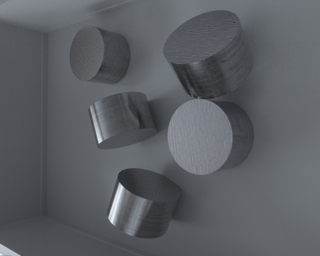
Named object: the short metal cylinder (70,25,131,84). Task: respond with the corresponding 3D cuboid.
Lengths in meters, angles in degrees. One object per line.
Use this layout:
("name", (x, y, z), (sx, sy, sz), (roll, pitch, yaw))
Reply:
("short metal cylinder", (-0.091, -0.108, 0.466), (0.080, 0.050, 0.080), (0, 90, 40))

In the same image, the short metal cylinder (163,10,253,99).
("short metal cylinder", (0.051, -0.077, 0.324), (0.080, 0.050, 0.080), (-18, 45, 19))

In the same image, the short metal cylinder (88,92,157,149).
("short metal cylinder", (-0.050, -0.008, 0.412), (0.080, 0.081, 0.050), (-27, 73, 37))

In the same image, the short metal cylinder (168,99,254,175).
("short metal cylinder", (0.056, 0.009, 0.344), (0.080, 0.050, 0.079), (1, 91, 40))

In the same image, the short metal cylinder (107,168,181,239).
("short metal cylinder", (-0.020, 0.092, 0.388), (0.080, 0.081, 0.050), (29, 108, 36))
